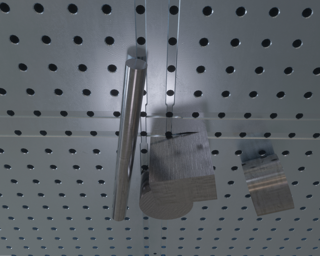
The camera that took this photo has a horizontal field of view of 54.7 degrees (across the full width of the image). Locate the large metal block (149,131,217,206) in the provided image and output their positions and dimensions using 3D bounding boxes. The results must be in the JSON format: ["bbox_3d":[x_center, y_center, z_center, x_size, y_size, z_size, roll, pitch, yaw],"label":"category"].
[{"bbox_3d":[0.031,0.054,0.422,0.080,0.080,0.050,-8,130,7],"label":"large metal block"}]

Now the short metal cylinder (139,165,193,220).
[{"bbox_3d":[0.009,0.098,0.479,0.081,0.050,0.079,0,131,0],"label":"short metal cylinder"}]

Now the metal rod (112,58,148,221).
[{"bbox_3d":[-0.049,0.040,0.444,0.025,0.025,0.298,7,130,-6],"label":"metal rod"}]

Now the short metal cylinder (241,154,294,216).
[{"bbox_3d":[0.154,0.082,0.447,0.050,0.080,0.080,-17,128,14],"label":"short metal cylinder"}]
